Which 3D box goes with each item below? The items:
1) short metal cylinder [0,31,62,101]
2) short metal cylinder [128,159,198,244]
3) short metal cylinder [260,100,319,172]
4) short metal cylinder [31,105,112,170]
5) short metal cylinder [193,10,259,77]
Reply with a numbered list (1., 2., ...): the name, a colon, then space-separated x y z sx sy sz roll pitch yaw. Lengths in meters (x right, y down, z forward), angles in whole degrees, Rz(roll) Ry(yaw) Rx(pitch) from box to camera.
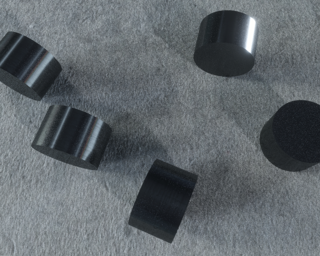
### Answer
1. short metal cylinder: -0.178 -0.079 0.406 0.080 0.080 0.050 25 72 8
2. short metal cylinder: 0.005 0.081 0.349 0.050 0.080 0.080 22 72 7
3. short metal cylinder: 0.175 0.011 0.393 0.081 0.050 0.080 0 70 0
4. short metal cylinder: -0.105 0.013 0.373 0.080 0.080 0.050 16 71 5
5. short metal cylinder: 0.090 -0.112 0.421 0.080 0.080 0.050 12 71 4
